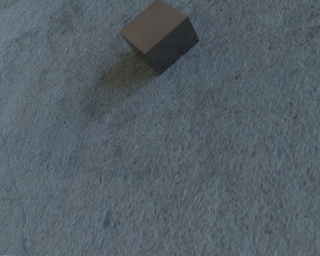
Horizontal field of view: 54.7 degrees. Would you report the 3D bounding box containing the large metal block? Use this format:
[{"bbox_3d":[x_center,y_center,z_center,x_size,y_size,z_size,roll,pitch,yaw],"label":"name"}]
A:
[{"bbox_3d":[-0.002,-0.140,0.473,0.080,0.050,0.080,-42,51,-1],"label":"large metal block"}]
